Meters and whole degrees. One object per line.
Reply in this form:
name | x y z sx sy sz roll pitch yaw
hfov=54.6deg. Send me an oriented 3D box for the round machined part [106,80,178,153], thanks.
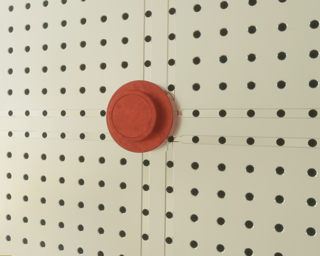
round machined part | -0.029 -0.015 0.414 0.098 0.042 0.097 0 90 20
